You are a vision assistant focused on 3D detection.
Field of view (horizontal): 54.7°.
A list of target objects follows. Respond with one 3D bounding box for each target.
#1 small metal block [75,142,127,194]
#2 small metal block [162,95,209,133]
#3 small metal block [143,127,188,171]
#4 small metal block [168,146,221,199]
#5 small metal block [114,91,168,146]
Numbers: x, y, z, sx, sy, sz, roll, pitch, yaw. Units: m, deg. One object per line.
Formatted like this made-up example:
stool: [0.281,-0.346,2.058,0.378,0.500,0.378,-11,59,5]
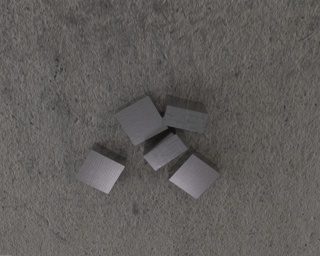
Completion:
small metal block: [-0.081,0.056,0.429,0.050,0.025,0.050,29,107,-10]
small metal block: [0.030,-0.019,0.390,0.050,0.050,0.025,12,110,-5]
small metal block: [0.007,0.022,0.404,0.050,0.050,0.025,-35,107,12]
small metal block: [0.047,0.063,0.433,0.050,0.025,0.050,37,106,-13]
small metal block: [-0.024,-0.013,0.405,0.050,0.025,0.050,-28,108,10]
